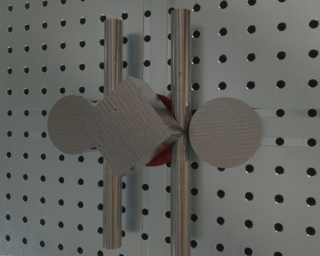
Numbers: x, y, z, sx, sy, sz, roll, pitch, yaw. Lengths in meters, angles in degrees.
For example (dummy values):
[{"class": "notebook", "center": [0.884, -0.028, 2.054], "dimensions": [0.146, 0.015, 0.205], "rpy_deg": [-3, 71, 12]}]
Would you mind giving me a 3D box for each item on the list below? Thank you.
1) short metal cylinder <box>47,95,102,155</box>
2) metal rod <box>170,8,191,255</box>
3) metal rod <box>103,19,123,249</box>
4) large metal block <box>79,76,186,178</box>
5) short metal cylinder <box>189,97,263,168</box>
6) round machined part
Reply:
[{"class": "short metal cylinder", "center": [-0.109, -0.004, 0.438], "dimensions": [0.080, 0.050, 0.080], "rpy_deg": [0, 90, 20]}, {"class": "metal rod", "center": [0.026, 0.007, 0.381], "dimensions": [0.025, 0.025, 0.298], "rpy_deg": [0, 90, 20]}, {"class": "metal rod", "center": [-0.062, 0.008, 0.412], "dimensions": [0.025, 0.025, 0.298], "rpy_deg": [0, 90, 20]}, {"class": "large metal block", "center": [-0.031, -0.001, 0.360], "dimensions": [0.080, 0.050, 0.080], "rpy_deg": [-40, 78, 15]}, {"class": "short metal cylinder", "center": [0.080, 0.005, 0.370], "dimensions": [0.080, 0.050, 0.080], "rpy_deg": [0, 90, 20]}, {"class": "round machined part", "center": [-0.014, 0.003, 0.409], "dimensions": [0.098, 0.042, 0.097], "rpy_deg": [0, 90, 20]}]
